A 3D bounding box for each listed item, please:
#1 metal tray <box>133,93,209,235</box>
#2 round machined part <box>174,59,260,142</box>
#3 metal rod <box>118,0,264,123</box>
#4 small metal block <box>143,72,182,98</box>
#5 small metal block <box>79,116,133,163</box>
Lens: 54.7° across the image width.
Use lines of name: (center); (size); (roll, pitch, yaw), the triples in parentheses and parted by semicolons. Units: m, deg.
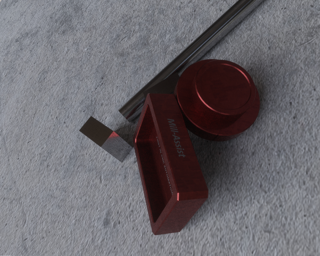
metal tray: (0.004, 0.037, 0.337); (0.030, 0.089, 0.130); (0, 51, -20)
round machined part: (0.067, -0.037, 0.349); (0.099, 0.042, 0.098); (4, 67, -9)
metal rod: (0.059, -0.118, 0.444); (0.300, 0.025, 0.025); (-43, 51, -2)
small metal block: (0.014, -0.037, 0.402); (0.050, 0.050, 0.025); (-30, 52, 9)
small metal block: (-0.072, 0.015, 0.414); (0.050, 0.050, 0.025); (30, 79, 37)
